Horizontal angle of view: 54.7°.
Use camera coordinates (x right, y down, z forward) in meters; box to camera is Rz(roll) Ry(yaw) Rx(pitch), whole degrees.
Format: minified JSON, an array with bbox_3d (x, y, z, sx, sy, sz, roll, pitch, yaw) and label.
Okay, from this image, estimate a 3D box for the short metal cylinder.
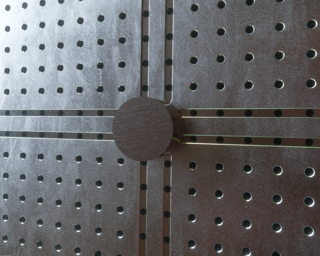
[{"bbox_3d":[-0.014,0.001,0.403,0.080,0.050,0.079,0,90,19],"label":"short metal cylinder"}]
